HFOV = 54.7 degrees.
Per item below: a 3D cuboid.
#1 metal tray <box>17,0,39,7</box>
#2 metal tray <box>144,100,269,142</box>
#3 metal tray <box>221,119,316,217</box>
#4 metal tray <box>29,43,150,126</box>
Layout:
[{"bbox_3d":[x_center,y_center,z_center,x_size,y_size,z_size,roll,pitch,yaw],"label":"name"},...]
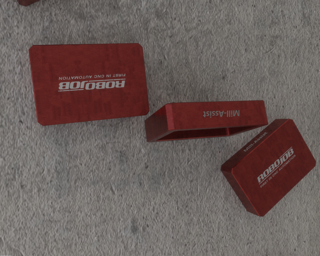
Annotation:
[{"bbox_3d":[-0.153,-0.218,0.349,0.090,0.030,0.130,-34,101,-17],"label":"metal tray"},{"bbox_3d":[0.056,-0.007,0.392,0.131,0.090,0.030,-3,80,-20],"label":"metal tray"},{"bbox_3d":[0.166,0.057,0.468,0.131,0.030,0.090,-37,102,-16],"label":"metal tray"},{"bbox_3d":[-0.083,-0.054,0.375,0.131,0.030,0.089,-7,93,-20],"label":"metal tray"}]
